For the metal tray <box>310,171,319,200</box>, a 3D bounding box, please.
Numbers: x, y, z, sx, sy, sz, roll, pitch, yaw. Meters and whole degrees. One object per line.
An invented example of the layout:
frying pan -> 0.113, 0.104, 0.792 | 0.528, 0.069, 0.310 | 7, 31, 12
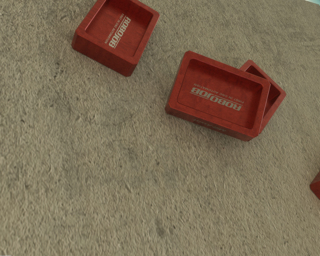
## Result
metal tray -> 0.312, 0.093, 0.510 | 0.131, 0.030, 0.090 | -32, 80, -38

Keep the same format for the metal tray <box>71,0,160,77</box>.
metal tray -> -0.060, -0.146, 0.456 | 0.090, 0.030, 0.130 | 27, 52, -12

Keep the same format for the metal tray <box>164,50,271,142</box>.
metal tray -> 0.082, -0.044, 0.439 | 0.131, 0.030, 0.090 | 20, 74, -5

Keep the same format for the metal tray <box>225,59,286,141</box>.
metal tray -> 0.145, -0.049, 0.508 | 0.090, 0.030, 0.131 | 45, 51, 3
